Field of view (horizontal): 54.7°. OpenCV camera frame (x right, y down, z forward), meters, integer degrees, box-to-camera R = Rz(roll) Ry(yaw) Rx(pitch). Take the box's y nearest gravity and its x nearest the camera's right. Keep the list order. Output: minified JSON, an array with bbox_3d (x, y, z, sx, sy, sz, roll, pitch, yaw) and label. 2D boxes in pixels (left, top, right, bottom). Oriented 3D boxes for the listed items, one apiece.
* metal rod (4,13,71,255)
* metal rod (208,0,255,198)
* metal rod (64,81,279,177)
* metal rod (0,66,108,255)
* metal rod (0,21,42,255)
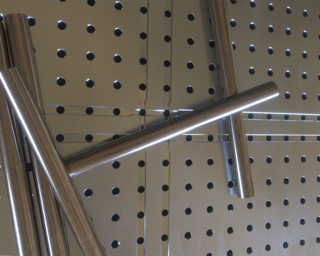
[{"bbox_3d":[-0.141,0.021,0.361,0.025,0.025,0.298,-10,94,-20],"label":"metal rod"},{"bbox_3d":[0.104,-0.046,0.452,0.025,0.025,0.298,-11,94,-20],"label":"metal rod"},{"bbox_3d":[0.023,-0.002,0.405,0.302,0.025,0.025,-21,98,-13],"label":"metal rod"},{"bbox_3d":[-0.106,0.076,0.354,0.025,0.025,0.298,-25,106,-19],"label":"metal rod"},{"bbox_3d":[-0.166,0.032,0.351,0.025,0.025,0.298,-9,93,-20],"label":"metal rod"}]
